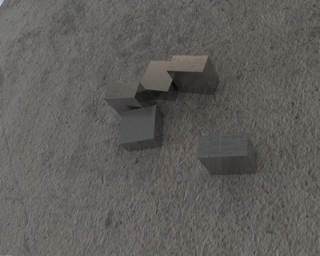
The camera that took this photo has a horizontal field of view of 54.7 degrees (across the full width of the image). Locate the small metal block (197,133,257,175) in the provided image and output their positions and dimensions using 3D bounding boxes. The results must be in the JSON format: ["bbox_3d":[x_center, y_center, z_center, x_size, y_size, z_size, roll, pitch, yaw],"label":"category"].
[{"bbox_3d":[0.073,0.029,0.331,0.050,0.050,0.025,-6,60,25],"label":"small metal block"}]

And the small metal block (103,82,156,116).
[{"bbox_3d":[-0.041,-0.038,0.433,0.050,0.050,0.025,0,62,28],"label":"small metal block"}]

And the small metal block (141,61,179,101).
[{"bbox_3d":[0.004,-0.068,0.444,0.050,0.025,0.050,10,67,32],"label":"small metal block"}]

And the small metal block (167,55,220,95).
[{"bbox_3d":[0.044,-0.069,0.407,0.050,0.050,0.025,8,66,32],"label":"small metal block"}]

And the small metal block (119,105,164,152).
[{"bbox_3d":[-0.024,0.001,0.416,0.050,0.025,0.050,-10,58,22],"label":"small metal block"}]
